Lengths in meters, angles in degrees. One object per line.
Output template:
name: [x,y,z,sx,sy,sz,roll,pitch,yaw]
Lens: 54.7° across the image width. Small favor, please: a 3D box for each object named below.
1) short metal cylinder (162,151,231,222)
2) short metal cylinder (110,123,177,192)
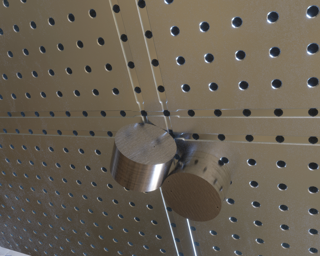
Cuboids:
short metal cylinder: [0.050,0.078,0.417,0.080,0.050,0.079,13,124,21]
short metal cylinder: [-0.023,0.037,0.411,0.080,0.080,0.050,26,128,12]
